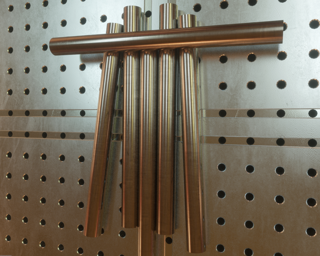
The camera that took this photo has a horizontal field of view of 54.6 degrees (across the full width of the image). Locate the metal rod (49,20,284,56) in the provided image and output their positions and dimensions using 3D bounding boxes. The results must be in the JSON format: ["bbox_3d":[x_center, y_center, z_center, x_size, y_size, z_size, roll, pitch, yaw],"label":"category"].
[{"bbox_3d":[-0.007,-0.110,0.389,0.301,0.025,0.025,2,91,20],"label":"metal rod"}]

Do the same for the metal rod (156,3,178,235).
[{"bbox_3d":[0.010,-0.011,0.411,0.025,0.025,0.298,1,90,20],"label":"metal rod"}]

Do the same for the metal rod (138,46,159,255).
[{"bbox_3d":[-0.016,0.041,0.418,0.025,0.025,0.298,1,91,20],"label":"metal rod"}]

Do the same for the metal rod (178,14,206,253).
[{"bbox_3d":[0.041,0.007,0.399,0.025,0.025,0.298,-3,89,20],"label":"metal rod"}]

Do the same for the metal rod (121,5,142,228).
[{"bbox_3d":[-0.039,-0.015,0.427,0.025,0.025,0.298,1,90,20],"label":"metal rod"}]

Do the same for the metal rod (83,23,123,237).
[{"bbox_3d":[-0.079,0.004,0.440,0.025,0.025,0.298,8,93,20],"label":"metal rod"}]
